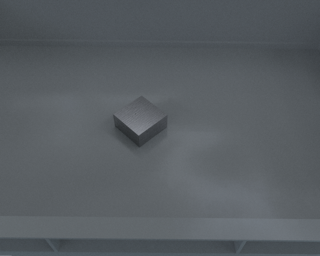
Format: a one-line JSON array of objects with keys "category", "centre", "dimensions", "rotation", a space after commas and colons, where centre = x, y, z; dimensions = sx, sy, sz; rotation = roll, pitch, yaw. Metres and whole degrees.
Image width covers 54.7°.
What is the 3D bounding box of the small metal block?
[{"category": "small metal block", "centre": [-0.026, -0.010, 0.413], "dimensions": [0.050, 0.025, 0.050], "rotation": [-37, 59, -27]}]
